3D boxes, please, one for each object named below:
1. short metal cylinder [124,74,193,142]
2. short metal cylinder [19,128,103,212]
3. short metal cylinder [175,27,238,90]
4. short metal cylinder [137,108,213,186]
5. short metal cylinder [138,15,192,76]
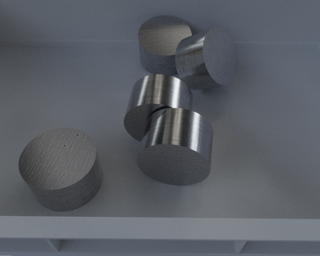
[{"bbox_3d":[-0.001,-0.020,0.386,0.080,0.080,0.050,5,50,4],"label":"short metal cylinder"},{"bbox_3d":[-0.109,0.046,0.349,0.081,0.050,0.080,0,50,0],"label":"short metal cylinder"},{"bbox_3d":[0.068,-0.097,0.443,0.050,0.080,0.080,-5,37,47],"label":"short metal cylinder"},{"bbox_3d":[0.018,0.023,0.350,0.080,0.080,0.050,7,51,6],"label":"short metal cylinder"},{"bbox_3d":[0.007,-0.129,0.486,0.081,0.050,0.080,0,63,-1],"label":"short metal cylinder"}]
